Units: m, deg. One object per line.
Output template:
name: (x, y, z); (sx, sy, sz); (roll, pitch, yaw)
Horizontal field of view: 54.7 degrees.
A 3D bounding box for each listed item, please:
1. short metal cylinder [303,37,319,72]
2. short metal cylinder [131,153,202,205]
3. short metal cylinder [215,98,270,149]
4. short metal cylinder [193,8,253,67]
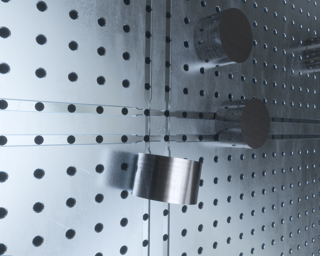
short metal cylinder: (0.369, -0.168, 0.701); (0.081, 0.050, 0.079); (0, 90, -40)
short metal cylinder: (0.009, 0.061, 0.380); (0.081, 0.080, 0.050); (14, 81, -39)
short metal cylinder: (0.135, -0.007, 0.506); (0.081, 0.050, 0.079); (0, 90, -40)
short metal cylinder: (0.097, -0.136, 0.473); (0.081, 0.050, 0.079); (0, 90, -40)
